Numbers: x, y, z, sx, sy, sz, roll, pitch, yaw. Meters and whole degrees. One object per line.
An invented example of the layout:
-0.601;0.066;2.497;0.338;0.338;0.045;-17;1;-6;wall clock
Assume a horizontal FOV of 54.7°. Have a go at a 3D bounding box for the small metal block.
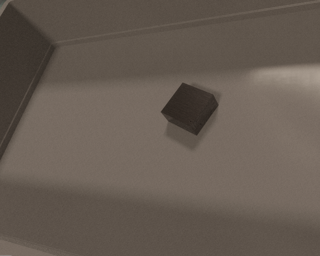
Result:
0.038;-0.025;0.400;0.050;0.025;0.050;28;77;37;small metal block
